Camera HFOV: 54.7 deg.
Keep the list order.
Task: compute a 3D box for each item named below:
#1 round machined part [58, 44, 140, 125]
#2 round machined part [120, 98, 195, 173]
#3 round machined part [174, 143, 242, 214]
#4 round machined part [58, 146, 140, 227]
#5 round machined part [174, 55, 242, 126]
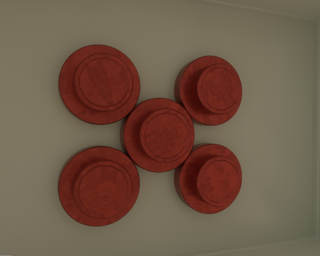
[{"bbox_3d":[-0.071,-0.053,0.374,0.099,0.042,0.097,0,90,-21],"label":"round machined part"},{"bbox_3d":[0.001,0.009,0.401,0.099,0.042,0.097,0,90,-21],"label":"round machined part"},{"bbox_3d":[0.073,0.071,0.429,0.099,0.042,0.097,0,90,-21],"label":"round machined part"},{"bbox_3d":[-0.071,0.071,0.375,0.099,0.042,0.097,0,90,-21],"label":"round machined part"},{"bbox_3d":[0.073,-0.052,0.428,0.099,0.042,0.097,0,90,-21],"label":"round machined part"}]
